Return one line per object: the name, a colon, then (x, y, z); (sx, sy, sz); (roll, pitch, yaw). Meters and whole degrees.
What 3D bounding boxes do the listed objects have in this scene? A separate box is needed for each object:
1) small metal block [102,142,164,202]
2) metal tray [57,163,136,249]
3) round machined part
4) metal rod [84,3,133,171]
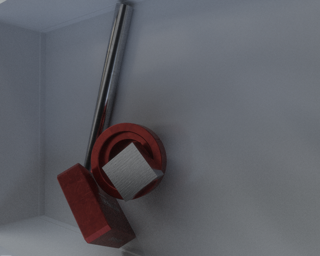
small metal block: (-0.032, 0.052, 0.374); (0.050, 0.025, 0.050); (-40, 77, 12)
metal tray: (-0.079, 0.107, 0.406); (0.030, 0.130, 0.090); (-32, 65, -5)
round machined part: (-0.038, 0.043, 0.411); (0.098, 0.042, 0.097); (-1, 87, 18)
metal rod: (-0.086, -0.034, 0.474); (0.025, 0.025, 0.298); (22, 104, 37)
